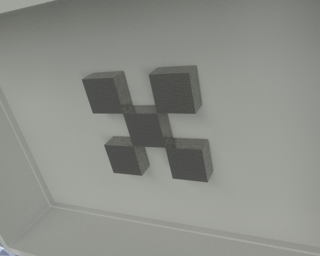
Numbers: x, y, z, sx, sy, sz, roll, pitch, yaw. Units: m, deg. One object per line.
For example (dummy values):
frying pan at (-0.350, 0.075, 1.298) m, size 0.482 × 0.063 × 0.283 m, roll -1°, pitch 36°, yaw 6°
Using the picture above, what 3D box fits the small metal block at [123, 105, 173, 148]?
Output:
small metal block at (-0.015, -0.002, 0.412) m, size 0.050 × 0.025 × 0.050 m, roll 1°, pitch 119°, yaw 28°

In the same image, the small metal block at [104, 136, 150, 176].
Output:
small metal block at (-0.048, 0.041, 0.457) m, size 0.050 × 0.025 × 0.050 m, roll 1°, pitch 119°, yaw 28°

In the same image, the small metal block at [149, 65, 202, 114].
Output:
small metal block at (0.019, -0.045, 0.368) m, size 0.050 × 0.025 × 0.050 m, roll 2°, pitch 120°, yaw 27°

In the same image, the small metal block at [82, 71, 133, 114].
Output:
small metal block at (-0.070, -0.047, 0.414) m, size 0.050 × 0.025 × 0.050 m, roll 2°, pitch 119°, yaw 27°

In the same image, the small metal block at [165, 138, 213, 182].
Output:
small metal block at (0.040, 0.042, 0.411) m, size 0.050 × 0.025 × 0.050 m, roll 1°, pitch 119°, yaw 27°
